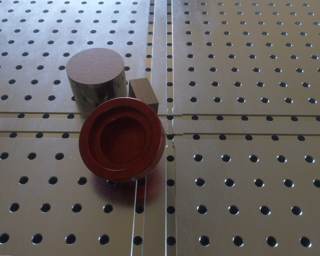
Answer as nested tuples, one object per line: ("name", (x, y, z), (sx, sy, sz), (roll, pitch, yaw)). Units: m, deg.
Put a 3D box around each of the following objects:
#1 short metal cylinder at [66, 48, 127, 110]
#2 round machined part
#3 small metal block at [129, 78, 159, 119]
("short metal cylinder", (-0.090, -0.072, 0.451), (0.081, 0.050, 0.080), (0, 50, 0))
("round machined part", (-0.041, 0.016, 0.367), (0.098, 0.042, 0.098), (-4, 71, 11))
("small metal block", (-0.024, -0.031, 0.416), (0.025, 0.050, 0.050), (-10, 51, -17))
